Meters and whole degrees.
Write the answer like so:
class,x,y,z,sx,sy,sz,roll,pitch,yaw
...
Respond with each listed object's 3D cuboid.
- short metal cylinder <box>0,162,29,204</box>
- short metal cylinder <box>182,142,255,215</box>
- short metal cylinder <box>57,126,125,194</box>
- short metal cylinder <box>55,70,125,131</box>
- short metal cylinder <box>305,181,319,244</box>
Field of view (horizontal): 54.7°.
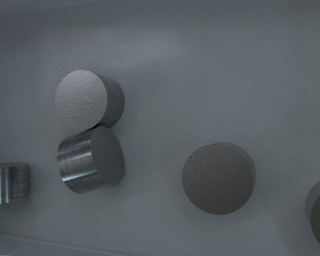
class,x,y,z,sx,sy,sz,roll,pitch,yaw
short metal cylinder,-0.241,0.081,0.464,0.080,0.080,0.050,-2,90,19
short metal cylinder,0.072,0.058,0.371,0.080,0.050,0.079,0,90,19
short metal cylinder,-0.089,0.043,0.411,0.050,0.080,0.080,-17,84,19
short metal cylinder,-0.096,-0.037,0.430,0.080,0.050,0.079,0,90,19
short metal cylinder,0.200,0.093,0.327,0.080,0.050,0.079,0,90,19
